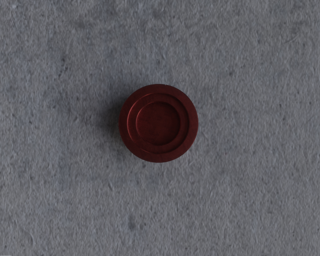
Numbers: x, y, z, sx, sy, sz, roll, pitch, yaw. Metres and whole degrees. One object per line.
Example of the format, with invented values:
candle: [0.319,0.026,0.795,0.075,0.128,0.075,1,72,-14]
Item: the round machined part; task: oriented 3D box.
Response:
round machined part: [-0.002,-0.006,0.402,0.099,0.042,0.097,0,90,-1]
